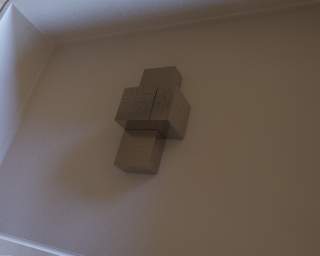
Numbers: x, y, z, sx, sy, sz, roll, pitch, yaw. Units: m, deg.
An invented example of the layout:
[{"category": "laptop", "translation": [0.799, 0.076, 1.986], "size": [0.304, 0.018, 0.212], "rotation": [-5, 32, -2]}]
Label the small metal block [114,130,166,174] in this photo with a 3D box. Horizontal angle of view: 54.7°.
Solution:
[{"category": "small metal block", "translation": [-0.026, 0.030, 0.398], "size": [0.050, 0.025, 0.050], "rotation": [0, 62, 28]}]

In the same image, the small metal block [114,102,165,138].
[{"category": "small metal block", "translation": [-0.022, -0.009, 0.405], "size": [0.050, 0.050, 0.025], "rotation": [0, 62, 28]}]

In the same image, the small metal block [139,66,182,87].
[{"category": "small metal block", "translation": [-0.001, -0.058, 0.440], "size": [0.050, 0.025, 0.050], "rotation": [0, 62, 28]}]

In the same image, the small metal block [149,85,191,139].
[{"category": "small metal block", "translation": [0.014, -0.019, 0.392], "size": [0.025, 0.050, 0.050], "rotation": [0, 62, 28]}]

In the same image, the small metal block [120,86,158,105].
[{"category": "small metal block", "translation": [-0.017, -0.031, 0.415], "size": [0.050, 0.050, 0.025], "rotation": [0, 62, 28]}]
